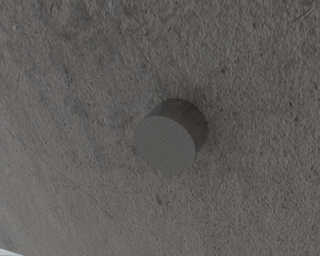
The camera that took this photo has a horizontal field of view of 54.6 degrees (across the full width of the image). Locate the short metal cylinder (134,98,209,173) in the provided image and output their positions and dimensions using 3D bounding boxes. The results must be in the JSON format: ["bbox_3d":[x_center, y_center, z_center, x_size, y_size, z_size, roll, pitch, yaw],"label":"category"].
[{"bbox_3d":[0.015,0.009,0.389,0.080,0.050,0.080,13,124,21],"label":"short metal cylinder"}]
